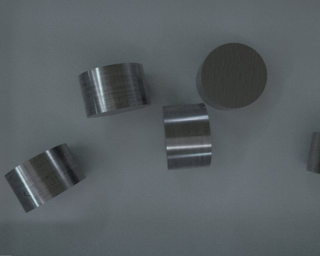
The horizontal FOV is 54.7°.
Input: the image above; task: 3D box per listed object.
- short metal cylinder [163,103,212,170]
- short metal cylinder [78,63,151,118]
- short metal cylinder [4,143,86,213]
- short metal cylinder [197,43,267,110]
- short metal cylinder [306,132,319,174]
[{"bbox_3d":[0.031,0.011,0.384,0.050,0.080,0.079,-5,90,0],"label":"short metal cylinder"},{"bbox_3d":[-0.055,-0.045,0.383,0.080,0.080,0.050,-12,90,0],"label":"short metal cylinder"},{"bbox_3d":[-0.139,0.060,0.382,0.080,0.080,0.050,-30,90,0],"label":"short metal cylinder"},{"bbox_3d":[0.090,-0.064,0.400,0.081,0.050,0.079,0,90,-1],"label":"short metal cylinder"},{"bbox_3d":[0.231,0.037,0.387,0.080,0.080,0.050,10,90,-1],"label":"short metal cylinder"}]
